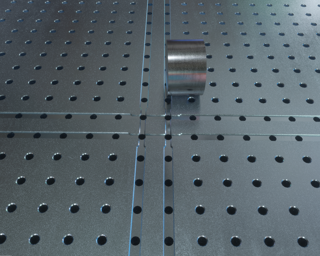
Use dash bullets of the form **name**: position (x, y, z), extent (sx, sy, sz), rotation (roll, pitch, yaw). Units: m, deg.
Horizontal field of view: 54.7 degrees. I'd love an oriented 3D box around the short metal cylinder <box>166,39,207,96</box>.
- **short metal cylinder**: position (0.035, -0.086, 0.445), extent (0.050, 0.080, 0.080), rotation (-1, 50, -2)
